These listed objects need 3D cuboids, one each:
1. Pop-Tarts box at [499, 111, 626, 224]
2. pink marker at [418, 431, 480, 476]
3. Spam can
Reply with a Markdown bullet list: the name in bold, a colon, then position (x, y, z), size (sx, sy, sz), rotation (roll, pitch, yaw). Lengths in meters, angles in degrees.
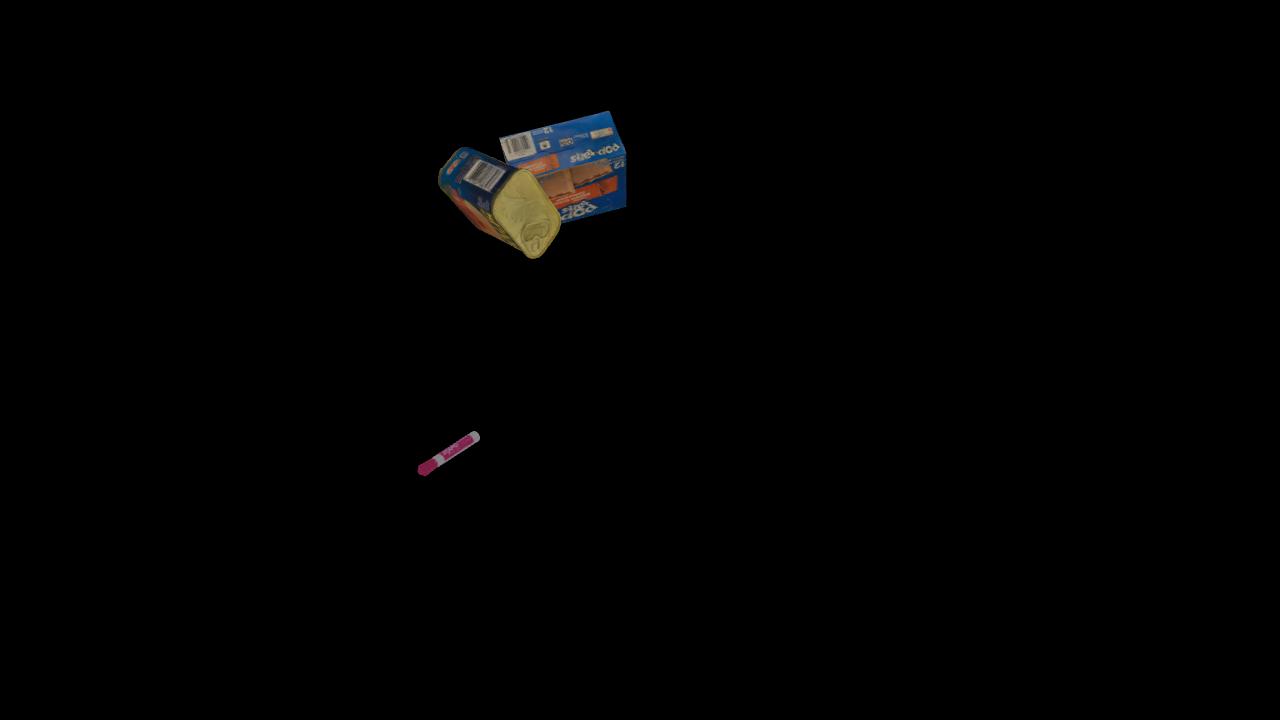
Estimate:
- **Pop-Tarts box**: position (-0.111, -0.280, 0.931), size (0.167, 0.083, 0.141), rotation (-16, -17, -7)
- **pink marker**: position (-0.290, 0.142, 0.936), size (0.020, 0.020, 0.121), rotation (0, 19, 28)
- **Spam can**: position (-0.140, -0.159, 0.619), size (0.085, 0.058, 0.101), rotation (30, -11, 25)
